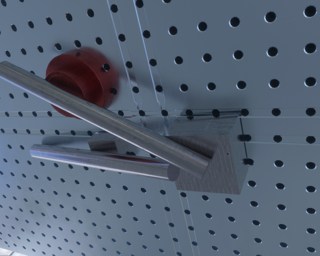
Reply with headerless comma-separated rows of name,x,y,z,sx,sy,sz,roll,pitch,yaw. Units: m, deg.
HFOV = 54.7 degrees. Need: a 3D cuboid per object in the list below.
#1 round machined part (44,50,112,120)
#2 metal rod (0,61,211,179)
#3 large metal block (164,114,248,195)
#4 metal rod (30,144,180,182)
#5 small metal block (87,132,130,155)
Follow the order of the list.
round machined part,-0.119,-0.053,0.427,0.098,0.042,0.097,13,124,20
metal rod,-0.080,-0.017,0.379,0.301,0.025,0.025,25,127,15
large metal block,0.057,0.031,0.380,0.080,0.050,0.080,-2,118,28
metal rod,-0.101,0.045,0.455,0.300,0.025,0.025,2,120,38
small metal block,-0.076,0.034,0.471,0.050,0.025,0.050,0,118,28
